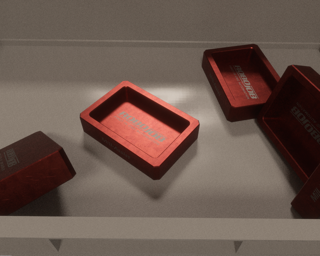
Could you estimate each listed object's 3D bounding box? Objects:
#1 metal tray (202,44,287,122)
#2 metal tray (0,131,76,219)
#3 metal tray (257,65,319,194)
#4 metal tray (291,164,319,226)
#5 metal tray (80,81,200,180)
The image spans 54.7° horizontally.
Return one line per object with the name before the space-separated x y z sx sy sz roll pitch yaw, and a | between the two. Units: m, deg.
metal tray | 0.125 -0.072 0.463 0.091 0.030 0.130 -9 51 -8
metal tray | -0.148 0.044 0.317 0.091 0.030 0.130 -30 20 -23
metal tray | 0.173 -0.001 0.355 0.030 0.089 0.130 0 42 -23
metal tray | 0.193 0.041 0.305 0.091 0.129 0.030 -22 54 -18
metal tray | -0.026 -0.002 0.403 0.130 0.030 0.090 31 56 23
